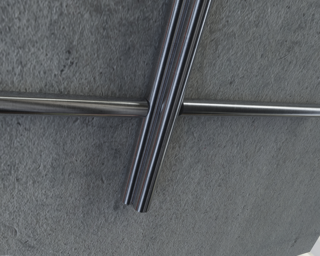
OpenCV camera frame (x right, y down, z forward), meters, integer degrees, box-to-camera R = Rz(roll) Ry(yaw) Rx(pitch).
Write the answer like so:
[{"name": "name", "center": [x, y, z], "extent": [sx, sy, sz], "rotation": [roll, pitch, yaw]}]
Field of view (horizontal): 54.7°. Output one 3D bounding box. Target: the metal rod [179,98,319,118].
[{"name": "metal rod", "center": [0.157, -0.029, 0.479], "extent": [0.303, 0.025, 0.025], "rotation": [-1, 119, -29]}]

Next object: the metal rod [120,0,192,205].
[{"name": "metal rod", "center": [-0.009, -0.028, 0.389], "extent": [0.025, 0.025, 0.298], "rotation": [1, 118, -29]}]

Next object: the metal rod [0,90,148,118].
[{"name": "metal rod", "center": [-0.153, -0.025, 0.310], "extent": [0.303, 0.025, 0.025], "rotation": [0, 118, -29]}]

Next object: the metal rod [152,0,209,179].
[{"name": "metal rod", "center": [0.011, -0.023, 0.403], "extent": [0.025, 0.025, 0.298], "rotation": [1, 118, -29]}]

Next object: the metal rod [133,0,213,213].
[{"name": "metal rod", "center": [0.010, -0.019, 0.377], "extent": [0.025, 0.025, 0.298], "rotation": [1, 118, -29]}]
